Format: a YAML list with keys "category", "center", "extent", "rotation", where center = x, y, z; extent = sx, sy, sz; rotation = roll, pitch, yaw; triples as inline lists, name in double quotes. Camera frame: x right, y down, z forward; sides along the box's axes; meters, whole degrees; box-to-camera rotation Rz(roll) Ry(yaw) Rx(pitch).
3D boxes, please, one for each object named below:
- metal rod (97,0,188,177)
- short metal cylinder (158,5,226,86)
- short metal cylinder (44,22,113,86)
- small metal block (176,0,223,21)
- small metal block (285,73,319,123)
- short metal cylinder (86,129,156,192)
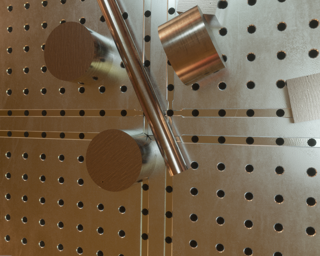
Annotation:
- category: "metal rod"
  center: [-0.032, -0.078, 0.423]
  extent: [0.025, 0.025, 0.299]
  rotation: [-25, 82, 18]
- category: "short metal cylinder"
  center: [0.039, -0.097, 0.369]
  extent: [0.050, 0.080, 0.080]
  rotation: [-24, 82, 18]
- category: "short metal cylinder"
  center: [-0.114, -0.103, 0.440]
  extent: [0.080, 0.050, 0.080]
  rotation: [0, 90, 20]
- category: "small metal block"
  center: [0.053, -0.167, 0.394]
  extent: [0.050, 0.025, 0.050]
  rotation: [13, 94, 19]
- category: "small metal block"
  center: [0.174, -0.034, 0.351]
  extent: [0.050, 0.025, 0.050]
  rotation: [-11, 87, 19]
- category: "short metal cylinder"
  center: [-0.051, 0.041, 0.417]
  extent: [0.080, 0.050, 0.080]
  rotation: [0, 90, 20]
